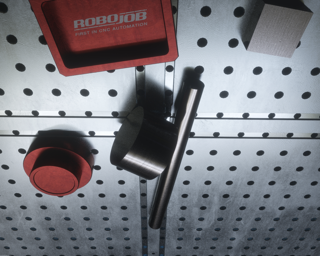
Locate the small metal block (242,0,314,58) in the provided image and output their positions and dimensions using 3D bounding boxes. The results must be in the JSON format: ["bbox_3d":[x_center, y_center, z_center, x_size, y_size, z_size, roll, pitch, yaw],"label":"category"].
[{"bbox_3d":[0.121,-0.105,0.324,0.050,0.025,0.050,8,130,-7],"label":"small metal block"}]

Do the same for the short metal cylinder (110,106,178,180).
[{"bbox_3d":[-0.021,0.019,0.392,0.050,0.080,0.080,28,125,-22],"label":"short metal cylinder"}]

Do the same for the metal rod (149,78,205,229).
[{"bbox_3d":[0.016,0.059,0.462,0.025,0.025,0.298,7,130,-7],"label":"metal rod"}]

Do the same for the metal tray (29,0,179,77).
[{"bbox_3d":[-0.051,-0.106,0.316,0.131,0.030,0.089,-7,130,5],"label":"metal tray"}]

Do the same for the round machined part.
[{"bbox_3d":[-0.149,0.062,0.452,0.099,0.042,0.097,-1,130,0],"label":"round machined part"}]
